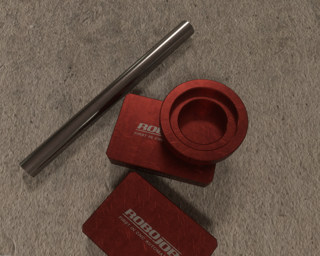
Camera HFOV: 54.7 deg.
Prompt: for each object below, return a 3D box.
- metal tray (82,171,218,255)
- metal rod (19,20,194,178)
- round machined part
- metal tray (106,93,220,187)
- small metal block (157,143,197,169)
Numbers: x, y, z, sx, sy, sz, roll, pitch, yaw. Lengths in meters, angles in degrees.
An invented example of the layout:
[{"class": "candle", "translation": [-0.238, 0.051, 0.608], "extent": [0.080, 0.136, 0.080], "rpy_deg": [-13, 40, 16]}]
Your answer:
[{"class": "metal tray", "translation": [-0.012, 0.125, 0.360], "extent": [0.130, 0.030, 0.090], "rpy_deg": [38, 74, 12]}, {"class": "metal rod", "translation": [-0.062, -0.049, 0.425], "extent": [0.025, 0.025, 0.301], "rpy_deg": [42, 75, 13]}, {"class": "round machined part", "translation": [0.048, -0.004, 0.361], "extent": [0.099, 0.042, 0.098], "rpy_deg": [0, 70, -1]}, {"class": "metal tray", "translation": [0.008, 0.015, 0.392], "extent": [0.131, 0.030, 0.090], "rpy_deg": [14, 70, 4]}, {"class": "small metal block", "translation": [0.026, 0.024, 0.400], "extent": [0.050, 0.025, 0.050], "rpy_deg": [9, 70, 3]}]
